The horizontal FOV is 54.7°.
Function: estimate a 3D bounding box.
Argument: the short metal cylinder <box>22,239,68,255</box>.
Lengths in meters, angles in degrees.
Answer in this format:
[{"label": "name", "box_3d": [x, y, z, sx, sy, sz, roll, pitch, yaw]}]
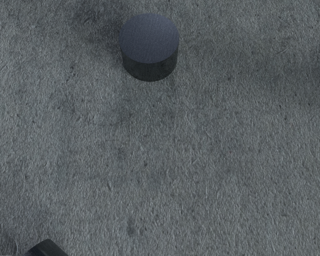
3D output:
[{"label": "short metal cylinder", "box_3d": [-0.125, 0.164, 0.318, 0.050, 0.080, 0.080, 37, 74, 12]}]

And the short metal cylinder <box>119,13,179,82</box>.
[{"label": "short metal cylinder", "box_3d": [-0.015, -0.112, 0.436, 0.081, 0.050, 0.080, 0, 70, 0]}]
